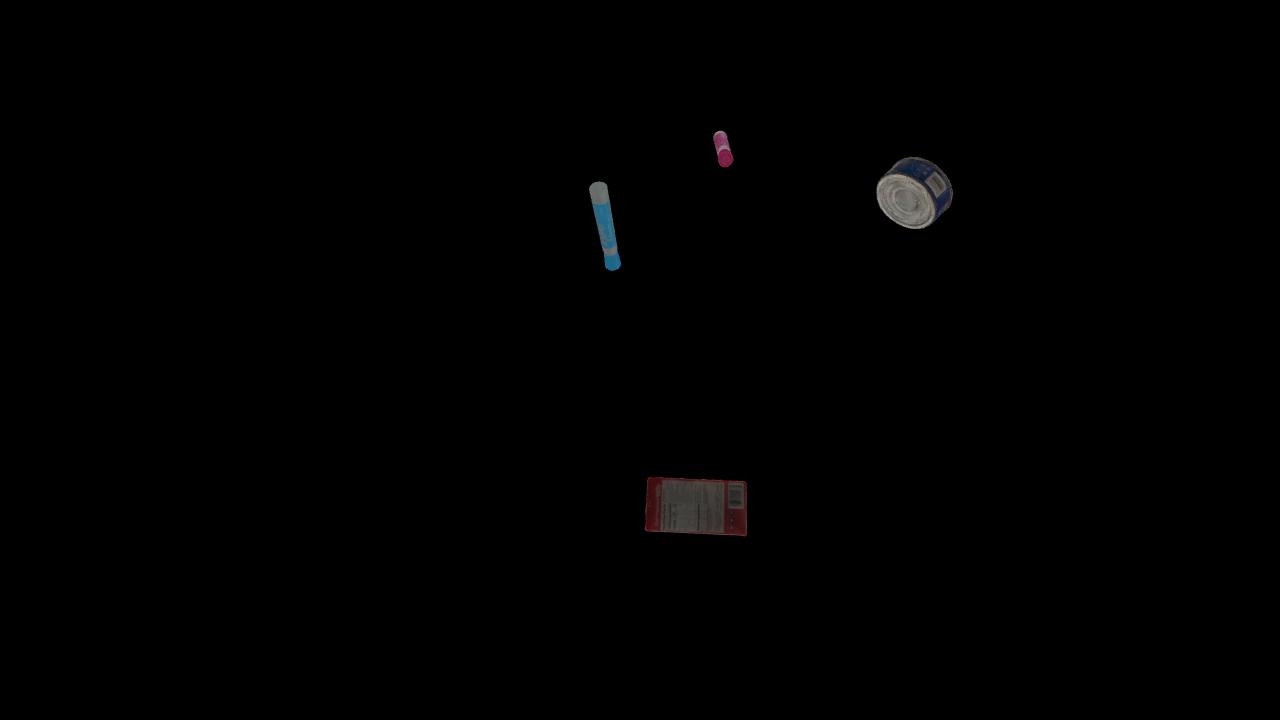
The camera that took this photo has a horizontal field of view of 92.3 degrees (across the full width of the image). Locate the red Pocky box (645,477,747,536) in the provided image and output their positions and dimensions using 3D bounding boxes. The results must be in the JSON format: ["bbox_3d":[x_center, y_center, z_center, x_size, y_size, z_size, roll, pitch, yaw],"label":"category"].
[{"bbox_3d":[0.087,0.226,0.950,0.155,0.083,0.028,2,-15,3],"label":"red Pocky box"}]

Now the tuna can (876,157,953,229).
[{"bbox_3d":[0.332,-0.201,0.748,0.034,0.084,0.084,-43,12,-14],"label":"tuna can"}]

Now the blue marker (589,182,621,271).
[{"bbox_3d":[-0.036,-0.140,0.667,0.020,0.020,0.121,0,-33,7],"label":"blue marker"}]

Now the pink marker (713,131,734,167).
[{"bbox_3d":[0.108,-0.276,0.802,0.020,0.020,0.121,0,33,3],"label":"pink marker"}]
